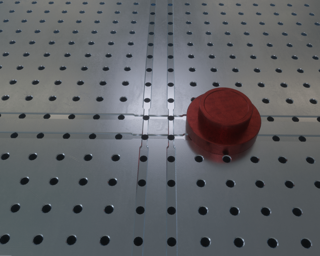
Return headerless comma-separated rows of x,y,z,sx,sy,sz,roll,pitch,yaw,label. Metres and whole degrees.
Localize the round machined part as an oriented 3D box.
0.085,-0.016,0.411,0.099,0.042,0.098,0,50,0,round machined part
